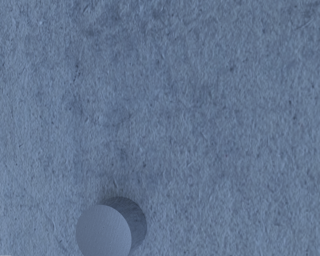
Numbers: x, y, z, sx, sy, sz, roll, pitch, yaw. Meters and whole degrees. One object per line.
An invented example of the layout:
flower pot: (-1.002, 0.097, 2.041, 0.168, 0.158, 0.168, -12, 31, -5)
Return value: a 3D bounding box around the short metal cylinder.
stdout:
short metal cylinder: (-0.064, 0.138, 0.417, 0.080, 0.050, 0.079, 0, 90, 19)
